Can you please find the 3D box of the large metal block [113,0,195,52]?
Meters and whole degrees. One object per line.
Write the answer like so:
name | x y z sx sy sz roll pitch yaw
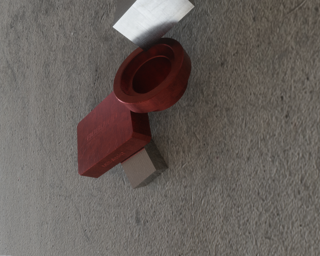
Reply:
large metal block | -0.008 -0.153 0.371 0.080 0.050 0.080 -36 37 33

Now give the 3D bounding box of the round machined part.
round machined part | -0.005 -0.059 0.379 0.098 0.042 0.098 -19 51 25

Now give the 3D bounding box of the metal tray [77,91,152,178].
metal tray | -0.070 0.005 0.439 0.130 0.030 0.090 -35 51 35

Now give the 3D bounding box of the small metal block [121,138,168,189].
small metal block | -0.024 0.048 0.423 0.050 0.025 0.050 -43 64 31
